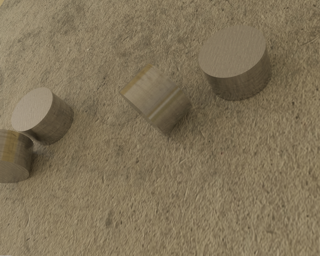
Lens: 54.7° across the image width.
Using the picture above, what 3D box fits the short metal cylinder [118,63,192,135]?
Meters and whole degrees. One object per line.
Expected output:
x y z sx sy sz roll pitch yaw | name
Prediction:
-0.006 -0.035 0.394 0.050 0.080 0.080 -46 51 -4 | short metal cylinder

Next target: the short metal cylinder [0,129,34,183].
-0.236 0.044 0.466 0.080 0.080 0.050 -18 55 18 | short metal cylinder

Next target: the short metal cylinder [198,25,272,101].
0.095 -0.081 0.388 0.080 0.050 0.080 -13 56 21 | short metal cylinder

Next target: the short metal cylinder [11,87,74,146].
-0.188 -0.018 0.498 0.080 0.050 0.080 -13 56 21 | short metal cylinder
